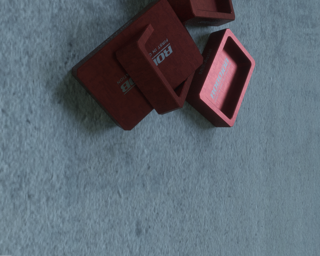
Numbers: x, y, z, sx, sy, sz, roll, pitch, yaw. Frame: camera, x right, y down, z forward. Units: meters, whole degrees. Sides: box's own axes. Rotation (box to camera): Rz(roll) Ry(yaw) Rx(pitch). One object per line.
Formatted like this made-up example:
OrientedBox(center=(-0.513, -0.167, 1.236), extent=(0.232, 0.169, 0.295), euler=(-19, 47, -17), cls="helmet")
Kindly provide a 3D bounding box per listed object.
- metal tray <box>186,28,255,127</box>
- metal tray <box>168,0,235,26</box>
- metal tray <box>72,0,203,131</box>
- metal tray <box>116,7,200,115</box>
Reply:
OrientedBox(center=(0.098, -0.077, 0.485), extent=(0.090, 0.030, 0.130), euler=(37, 67, -34), cls="metal tray")
OrientedBox(center=(0.055, -0.190, 0.426), extent=(0.131, 0.030, 0.089), euler=(-22, 100, -51), cls="metal tray")
OrientedBox(center=(-0.022, -0.072, 0.358), extent=(0.130, 0.030, 0.090), euler=(-44, 117, -11), cls="metal tray")
OrientedBox(center=(0.005, -0.090, 0.377), extent=(0.090, 0.030, 0.130), euler=(53, 37, -27), cls="metal tray")
